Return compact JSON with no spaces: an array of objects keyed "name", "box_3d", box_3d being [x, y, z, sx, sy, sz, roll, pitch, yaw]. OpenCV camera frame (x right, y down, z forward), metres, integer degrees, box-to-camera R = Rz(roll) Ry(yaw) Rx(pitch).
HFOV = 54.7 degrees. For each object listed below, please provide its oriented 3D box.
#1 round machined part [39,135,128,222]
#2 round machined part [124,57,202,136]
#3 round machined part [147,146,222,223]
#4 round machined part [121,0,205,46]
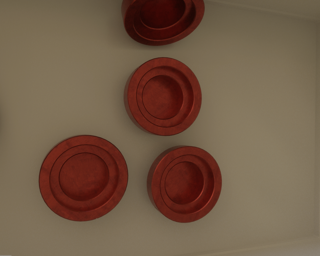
[{"name":"round machined part","box_3d":[-0.091,0.057,0.368,0.099,0.042,0.097,0,90,-20]},{"name":"round machined part","box_3d":[0.001,-0.039,0.402,0.099,0.042,0.097,0,90,-20]},{"name":"round machined part","box_3d":[0.029,0.072,0.412,0.099,0.042,0.097,0,90,-20]},{"name":"round machined part","box_3d":[0.002,-0.149,0.378,0.099,0.098,0.042,-4,65,-20]}]
